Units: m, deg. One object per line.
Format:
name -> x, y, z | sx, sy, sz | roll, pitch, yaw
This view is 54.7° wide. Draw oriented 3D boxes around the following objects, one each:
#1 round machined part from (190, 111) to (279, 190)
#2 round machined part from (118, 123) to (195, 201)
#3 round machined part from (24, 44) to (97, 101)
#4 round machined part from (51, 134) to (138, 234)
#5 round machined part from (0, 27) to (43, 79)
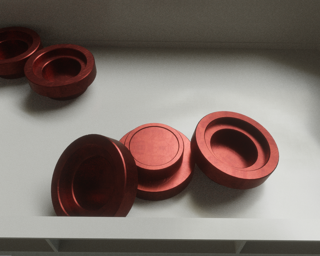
round machined part -> 0.083, 0.029, 0.363 | 0.099, 0.042, 0.098 | 7, 48, -8
round machined part -> -0.007, 0.032, 0.367 | 0.099, 0.042, 0.098 | 0, 50, 0
round machined part -> -0.143, -0.078, 0.458 | 0.099, 0.042, 0.098 | 0, 50, 0
round machined part -> -0.063, 0.058, 0.324 | 0.098, 0.042, 0.098 | -9, 72, 29
round machined part -> -0.233, -0.114, 0.487 | 0.099, 0.042, 0.098 | 0, 50, 0
